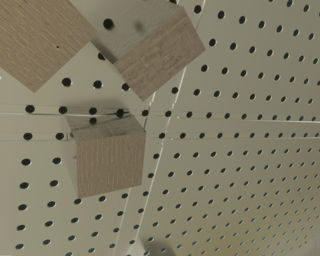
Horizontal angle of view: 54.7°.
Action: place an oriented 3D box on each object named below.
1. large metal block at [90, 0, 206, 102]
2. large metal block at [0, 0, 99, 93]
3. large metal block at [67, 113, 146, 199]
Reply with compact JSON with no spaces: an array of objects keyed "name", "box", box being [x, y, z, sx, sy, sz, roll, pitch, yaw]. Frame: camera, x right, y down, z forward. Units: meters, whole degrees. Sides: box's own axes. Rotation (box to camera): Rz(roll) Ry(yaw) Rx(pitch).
[{"name":"large metal block","box":[-0.015,-0.085,0.316,0.080,0.080,0.050,-40,130,-2]},{"name":"large metal block","box":[-0.117,-0.092,0.274,0.080,0.050,0.080,-43,130,1]},{"name":"large metal block","box":[-0.067,0.032,0.380,0.081,0.050,0.079,-8,122,-25]}]
